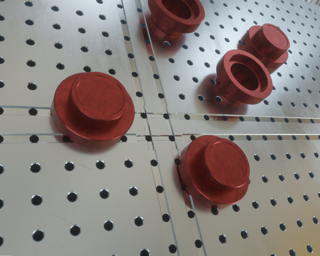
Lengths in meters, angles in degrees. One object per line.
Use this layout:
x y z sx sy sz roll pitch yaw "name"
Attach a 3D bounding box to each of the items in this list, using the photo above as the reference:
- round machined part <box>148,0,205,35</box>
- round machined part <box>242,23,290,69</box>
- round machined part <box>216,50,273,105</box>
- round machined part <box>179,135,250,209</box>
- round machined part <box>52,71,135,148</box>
0.024 -0.199 0.531 0.099 0.042 0.098 13 56 -21 "round machined part"
0.216 -0.168 0.615 0.099 0.042 0.098 13 56 -21 "round machined part"
0.135 -0.080 0.518 0.099 0.042 0.098 13 56 -21 "round machined part"
0.078 0.052 0.407 0.099 0.042 0.098 13 56 -21 "round machined part"
-0.076 -0.029 0.373 0.099 0.042 0.098 13 56 -21 "round machined part"
